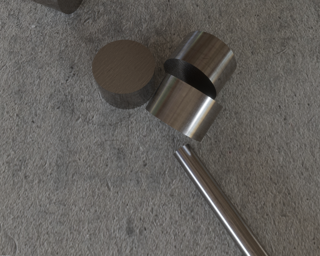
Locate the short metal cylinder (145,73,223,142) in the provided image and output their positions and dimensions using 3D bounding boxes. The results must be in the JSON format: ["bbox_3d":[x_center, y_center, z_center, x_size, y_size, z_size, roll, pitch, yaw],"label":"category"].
[{"bbox_3d":[0.029,-0.025,0.382,0.080,0.080,0.050,32,96,11],"label":"short metal cylinder"}]

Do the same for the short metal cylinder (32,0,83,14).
[{"bbox_3d":[-0.150,-0.216,0.457,0.050,0.080,0.080,23,72,8],"label":"short metal cylinder"}]

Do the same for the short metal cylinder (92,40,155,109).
[{"bbox_3d":[-0.047,-0.072,0.421,0.081,0.050,0.080,0,70,0],"label":"short metal cylinder"}]

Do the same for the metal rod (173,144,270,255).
[{"bbox_3d":[0.110,0.145,0.355,0.025,0.025,0.299,-32,73,-11],"label":"metal rod"}]

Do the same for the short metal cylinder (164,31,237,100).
[{"bbox_3d":[0.053,-0.080,0.409,0.080,0.080,0.050,33,73,11],"label":"short metal cylinder"}]
